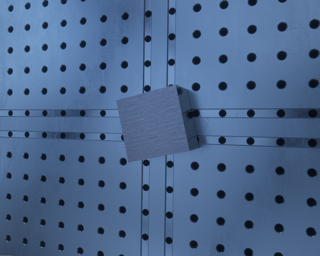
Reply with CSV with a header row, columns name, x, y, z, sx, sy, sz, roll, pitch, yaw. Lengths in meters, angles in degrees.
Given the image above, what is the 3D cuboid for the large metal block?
name,x,y,z,sx,sy,sz,roll,pitch,yaw
large metal block,-0.002,-0.004,0.399,0.080,0.050,0.080,-13,86,19
